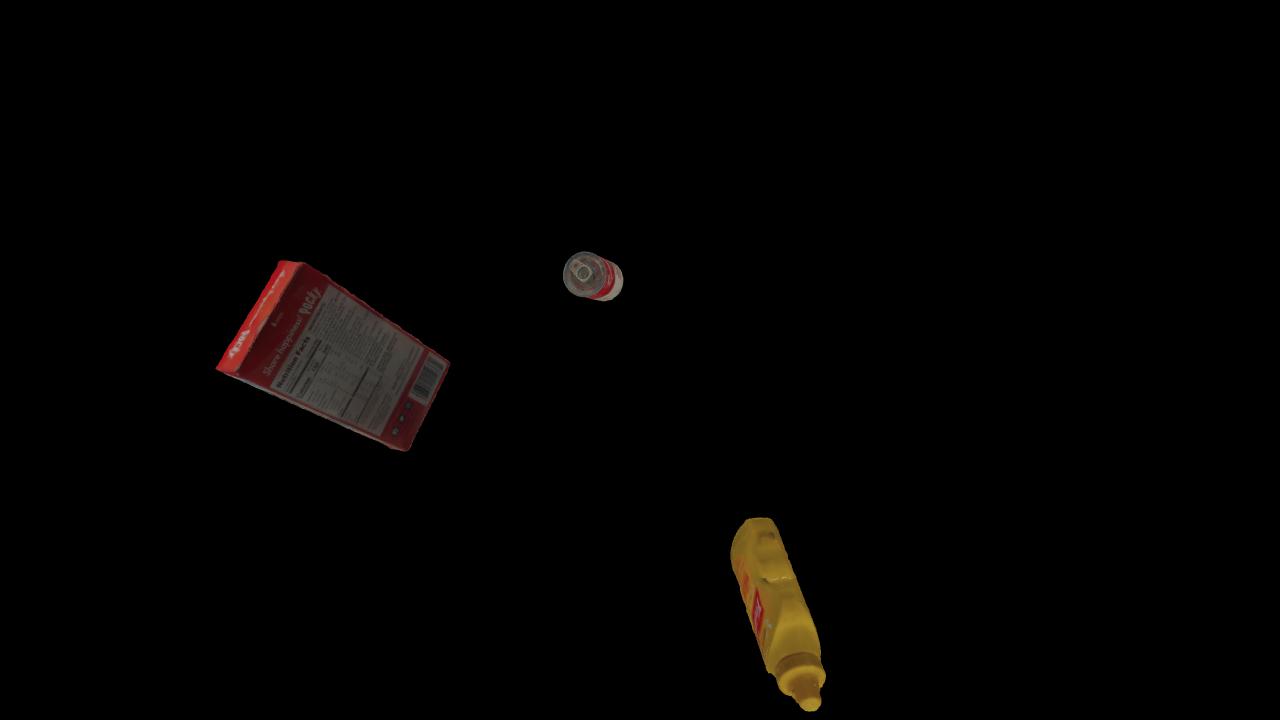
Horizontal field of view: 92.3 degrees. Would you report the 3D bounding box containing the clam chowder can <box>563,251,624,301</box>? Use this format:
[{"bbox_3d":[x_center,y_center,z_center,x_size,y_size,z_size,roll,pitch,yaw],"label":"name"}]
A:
[{"bbox_3d":[-0.070,-0.127,0.951,0.068,0.068,0.102,0,1,14],"label":"clam chowder can"}]

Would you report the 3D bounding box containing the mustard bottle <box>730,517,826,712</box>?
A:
[{"bbox_3d":[0.133,0.245,0.589,0.054,0.092,0.184,4,27,-9],"label":"mustard bottle"}]

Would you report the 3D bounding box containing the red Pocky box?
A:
[{"bbox_3d":[-0.208,0.003,0.443,0.028,0.083,0.155,12,-20,28],"label":"red Pocky box"}]
